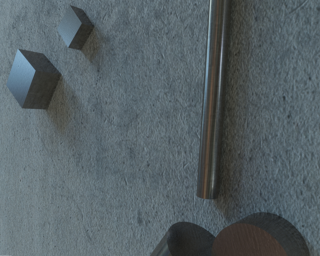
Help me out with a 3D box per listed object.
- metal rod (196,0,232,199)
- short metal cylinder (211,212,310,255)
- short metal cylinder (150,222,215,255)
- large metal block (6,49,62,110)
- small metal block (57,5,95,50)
[{"bbox_3d":[0.064,-0.069,0.352,0.025,0.025,0.298,6,94,40],"label":"metal rod"},{"bbox_3d":[0.099,0.129,0.307,0.080,0.050,0.079,0,90,40],"label":"short metal cylinder"},{"bbox_3d":[0.031,0.152,0.343,0.080,0.081,0.050,45,117,31],"label":"short metal cylinder"},{"bbox_3d":[-0.241,-0.091,0.588,0.080,0.050,0.080,45,117,31],"label":"large metal block"},{"bbox_3d":[-0.143,-0.169,0.523,0.050,0.025,0.050,-48,62,29],"label":"small metal block"}]
